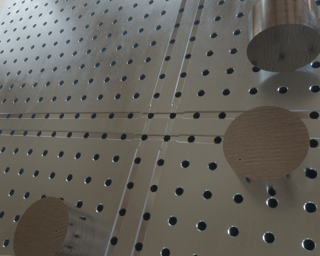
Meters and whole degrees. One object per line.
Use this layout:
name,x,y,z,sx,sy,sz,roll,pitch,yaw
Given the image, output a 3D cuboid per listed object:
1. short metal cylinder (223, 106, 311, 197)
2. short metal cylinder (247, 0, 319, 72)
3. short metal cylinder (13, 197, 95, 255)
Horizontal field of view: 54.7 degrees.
short metal cylinder,0.111,0.024,0.319,0.080,0.050,0.080,-13,56,21
short metal cylinder,0.144,-0.111,0.365,0.080,0.080,0.050,-5,60,25
short metal cylinder,-0.129,0.130,0.380,0.080,0.050,0.080,-13,56,21
